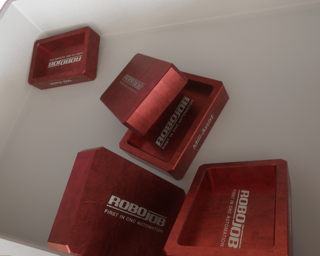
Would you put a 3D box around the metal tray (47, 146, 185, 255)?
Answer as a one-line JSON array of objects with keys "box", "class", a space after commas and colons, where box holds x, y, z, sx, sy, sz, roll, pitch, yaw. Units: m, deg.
[{"box": [-0.031, 0.084, 0.301, 0.030, 0.130, 0.090, -12, 55, 41], "class": "metal tray"}]

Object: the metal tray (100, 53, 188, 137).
[{"box": [-0.028, -0.050, 0.413, 0.090, 0.030, 0.130, -50, 29, 0], "class": "metal tray"}]

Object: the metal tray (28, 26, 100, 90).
[{"box": [-0.173, -0.123, 0.556, 0.130, 0.030, 0.090, -5, 72, 25], "class": "metal tray"}]

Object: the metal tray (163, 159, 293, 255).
[{"box": [0.067, 0.076, 0.275, 0.090, 0.030, 0.131, -7, 22, 24], "class": "metal tray"}]

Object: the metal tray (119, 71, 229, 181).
[{"box": [0.018, -0.009, 0.398, 0.090, 0.030, 0.130, 22, 73, 36], "class": "metal tray"}]
